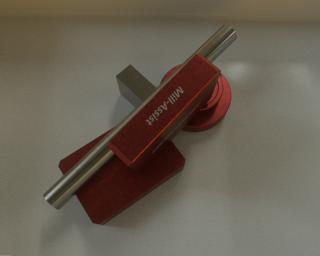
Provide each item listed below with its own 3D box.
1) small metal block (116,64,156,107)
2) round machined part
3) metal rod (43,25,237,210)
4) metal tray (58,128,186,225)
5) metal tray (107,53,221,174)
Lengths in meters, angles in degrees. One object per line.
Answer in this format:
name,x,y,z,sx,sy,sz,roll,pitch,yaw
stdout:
small metal block,-0.029,-0.049,0.412,0.025,0.050,0.050,-43,76,-14
round machined part,0.047,-0.047,0.416,0.099,0.042,0.098,0,70,-1
metal rod,-0.016,-0.020,0.374,0.025,0.025,0.301,43,79,13
metal tray,-0.046,0.047,0.388,0.131,0.030,0.090,-33,74,-12
metal tray,0.007,-0.011,0.337,0.030,0.090,0.130,42,82,11
